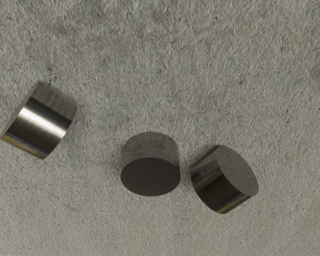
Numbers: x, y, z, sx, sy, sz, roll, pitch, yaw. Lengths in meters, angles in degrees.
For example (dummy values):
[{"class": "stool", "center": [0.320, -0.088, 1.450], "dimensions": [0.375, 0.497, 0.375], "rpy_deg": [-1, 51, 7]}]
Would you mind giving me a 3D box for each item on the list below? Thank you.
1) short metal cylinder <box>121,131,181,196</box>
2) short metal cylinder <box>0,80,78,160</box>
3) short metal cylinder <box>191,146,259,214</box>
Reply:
[{"class": "short metal cylinder", "center": [-0.013, 0.051, 0.434], "dimensions": [0.081, 0.050, 0.079], "rpy_deg": [0, 130, 0]}, {"class": "short metal cylinder", "center": [-0.141, -0.009, 0.362], "dimensions": [0.050, 0.080, 0.080], "rpy_deg": [35, 122, -26]}, {"class": "short metal cylinder", "center": [0.090, 0.072, 0.433], "dimensions": [0.080, 0.080, 0.050], "rpy_deg": [30, 124, -23]}]
